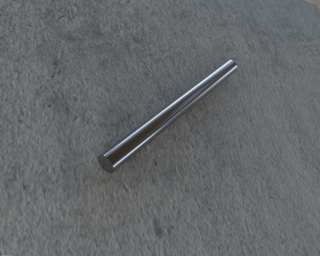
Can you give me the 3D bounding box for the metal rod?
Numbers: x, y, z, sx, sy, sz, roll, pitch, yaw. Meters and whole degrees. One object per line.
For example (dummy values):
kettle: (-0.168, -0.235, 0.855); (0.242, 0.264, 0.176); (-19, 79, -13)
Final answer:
metal rod: (0.031, -0.033, 0.441); (0.025, 0.025, 0.302); (48, 51, 4)
